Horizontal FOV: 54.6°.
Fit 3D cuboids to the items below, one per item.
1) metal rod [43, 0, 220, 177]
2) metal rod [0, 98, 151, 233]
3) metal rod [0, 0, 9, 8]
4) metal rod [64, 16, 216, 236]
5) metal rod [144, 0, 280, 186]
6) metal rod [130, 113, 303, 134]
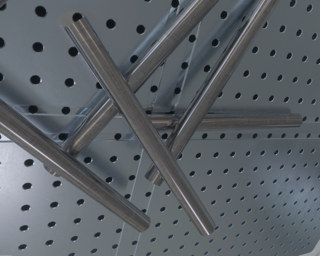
[{"bbox_3d":[-0.027,-0.060,0.358,0.300,0.025,0.025,-47,129,5],"label":"metal rod"},{"bbox_3d":[-0.102,0.044,0.348,0.025,0.025,0.300,-41,127,0],"label":"metal rod"},{"bbox_3d":[-0.215,-0.048,0.263,0.300,0.025,0.025,-42,129,1],"label":"metal rod"},{"bbox_3d":[-0.010,0.015,0.358,0.025,0.025,0.299,-34,112,-6],"label":"metal rod"},{"bbox_3d":[0.070,-0.058,0.390,0.025,0.025,0.299,29,95,-38],"label":"metal rod"},{"bbox_3d":[0.099,-0.009,0.458,0.302,0.025,0.025,-2,119,-28],"label":"metal rod"}]
